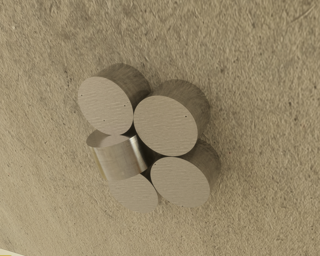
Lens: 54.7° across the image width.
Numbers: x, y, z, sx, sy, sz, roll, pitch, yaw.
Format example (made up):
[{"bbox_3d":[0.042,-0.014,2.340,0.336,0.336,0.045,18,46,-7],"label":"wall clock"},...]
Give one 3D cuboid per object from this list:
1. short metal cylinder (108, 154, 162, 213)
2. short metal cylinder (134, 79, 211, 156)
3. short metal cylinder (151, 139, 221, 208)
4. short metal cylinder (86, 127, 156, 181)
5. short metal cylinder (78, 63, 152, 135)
[{"bbox_3d":[-0.028,0.077,0.455,0.080,0.050,0.079,14,125,21],"label":"short metal cylinder"},{"bbox_3d":[0.015,-0.013,0.375,0.080,0.050,0.079,13,125,20],"label":"short metal cylinder"},{"bbox_3d":[0.035,0.057,0.409,0.080,0.050,0.079,14,125,21],"label":"short metal cylinder"},{"bbox_3d":[-0.051,0.026,0.416,0.080,0.080,0.050,-3,117,29],"label":"short metal cylinder"},{"bbox_3d":[-0.057,-0.037,0.399,0.080,0.050,0.079,14,125,21],"label":"short metal cylinder"}]
